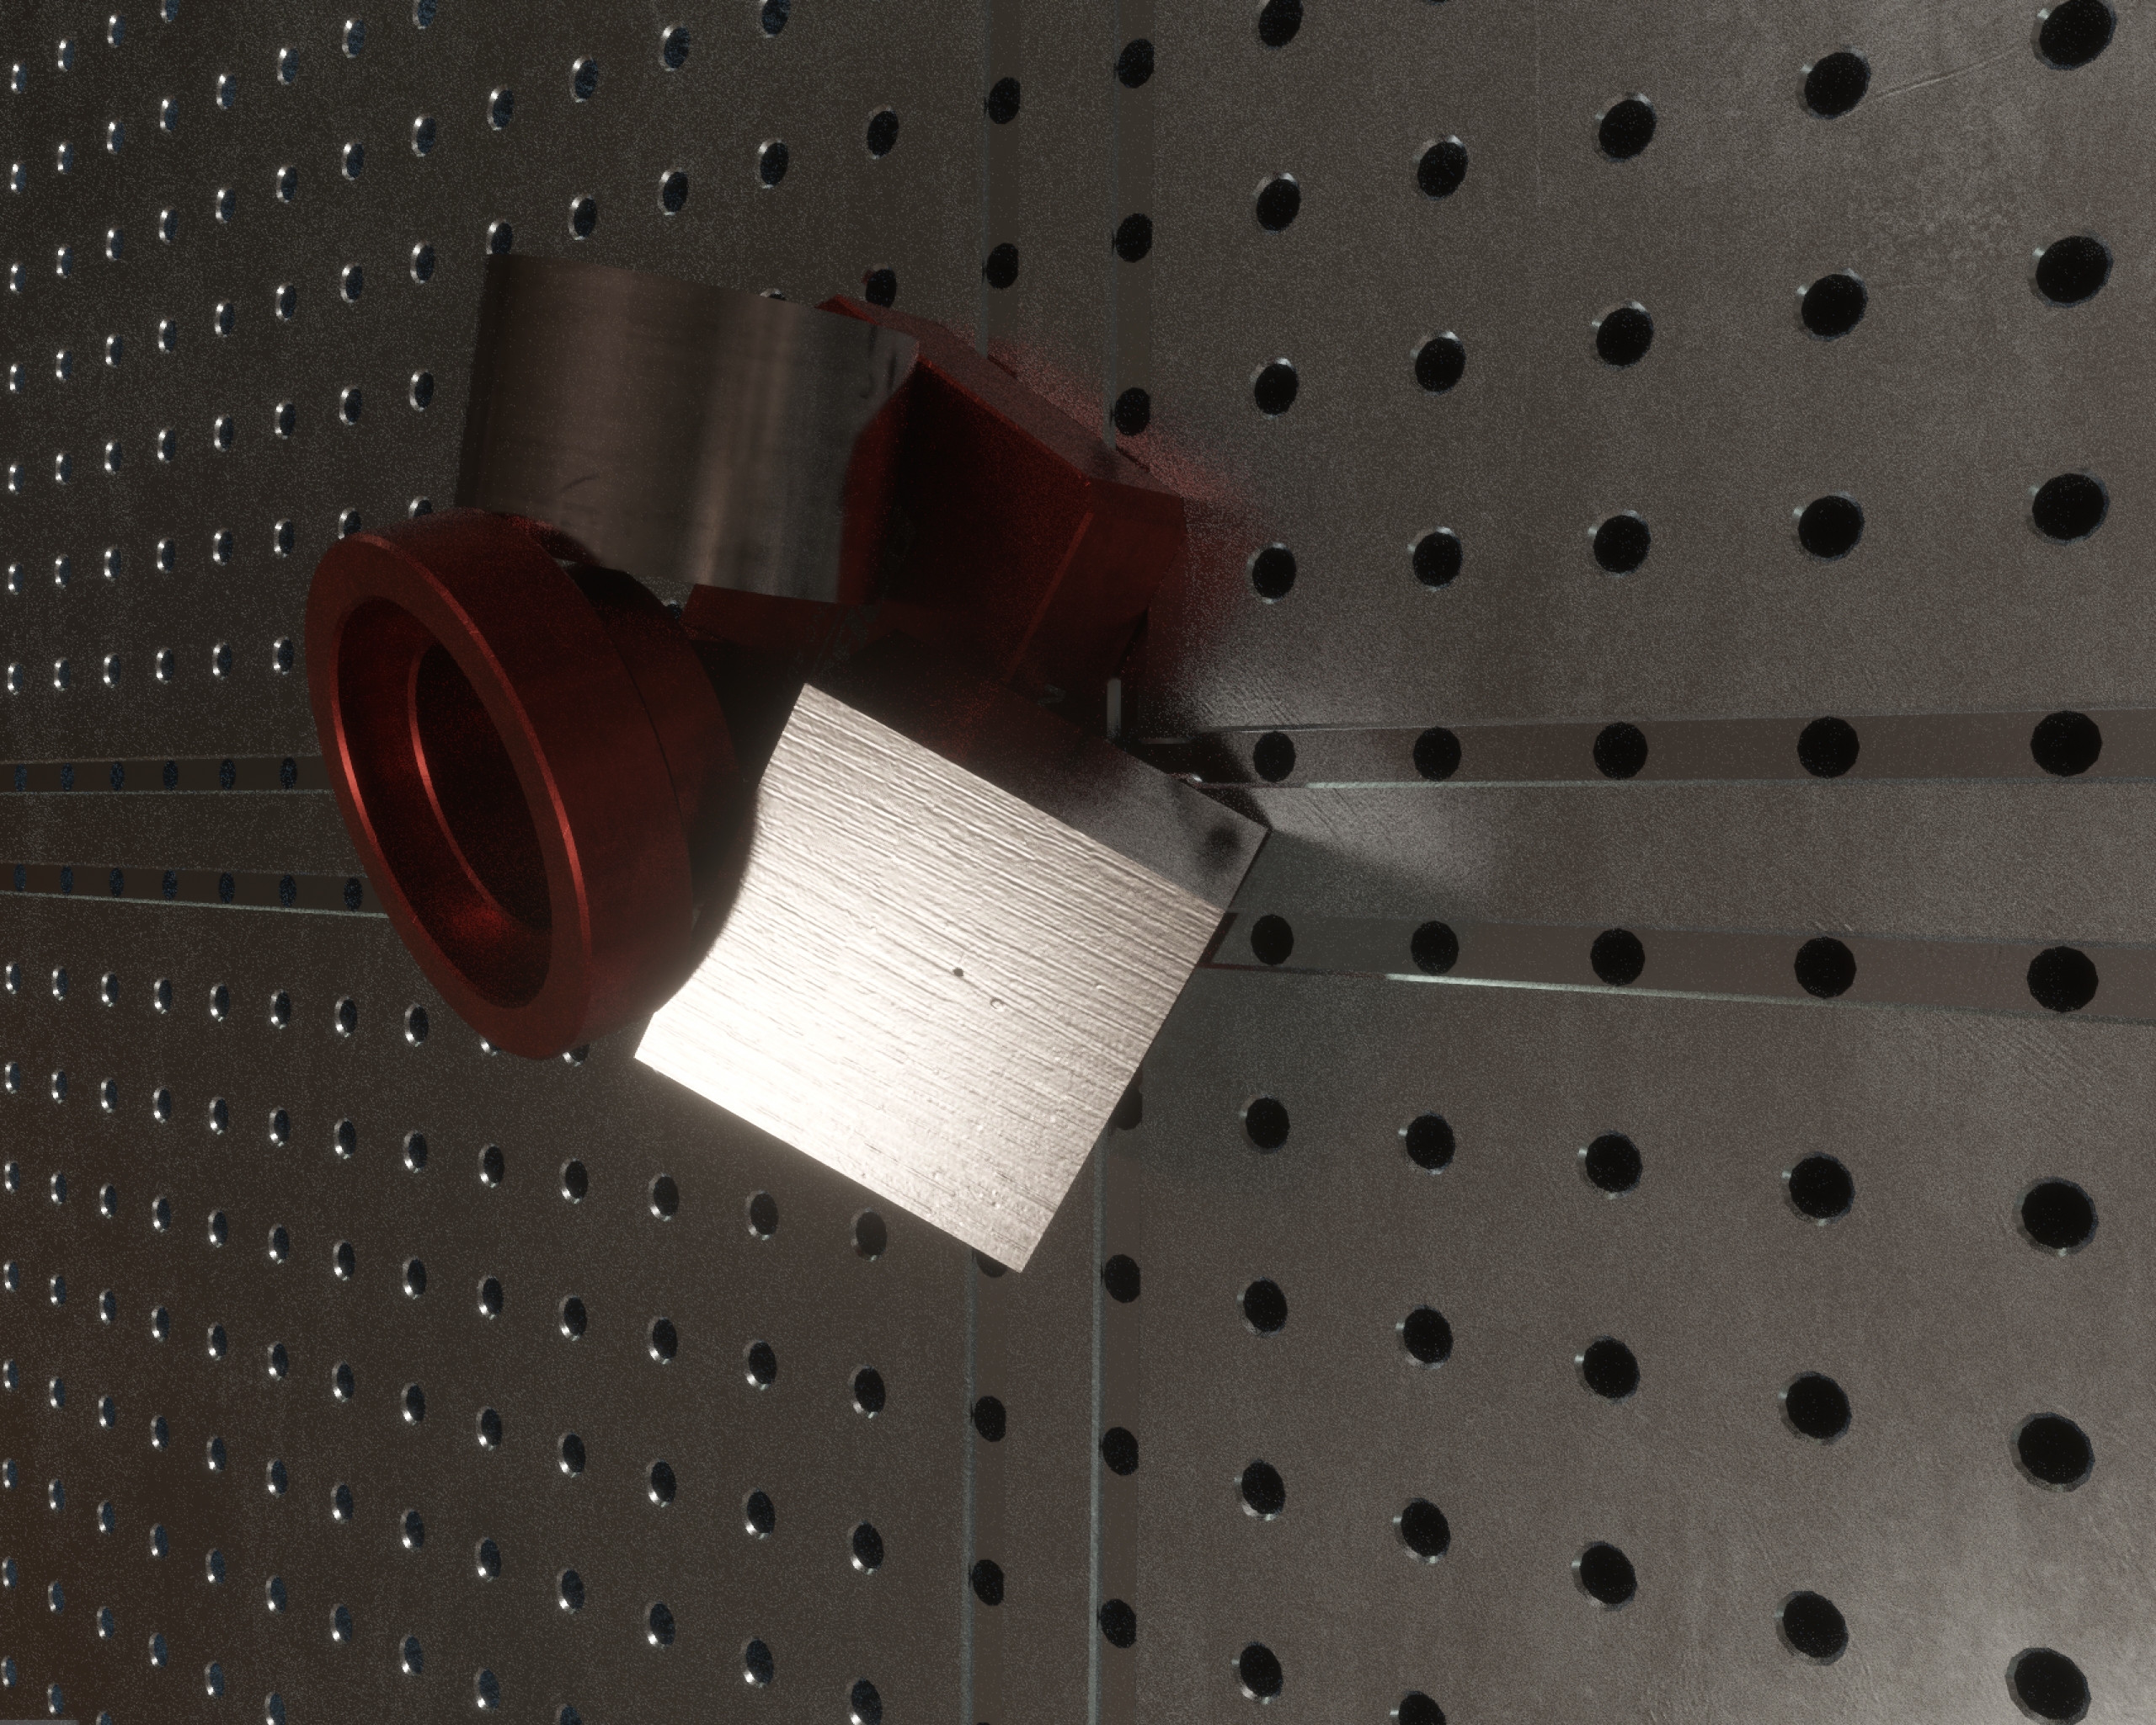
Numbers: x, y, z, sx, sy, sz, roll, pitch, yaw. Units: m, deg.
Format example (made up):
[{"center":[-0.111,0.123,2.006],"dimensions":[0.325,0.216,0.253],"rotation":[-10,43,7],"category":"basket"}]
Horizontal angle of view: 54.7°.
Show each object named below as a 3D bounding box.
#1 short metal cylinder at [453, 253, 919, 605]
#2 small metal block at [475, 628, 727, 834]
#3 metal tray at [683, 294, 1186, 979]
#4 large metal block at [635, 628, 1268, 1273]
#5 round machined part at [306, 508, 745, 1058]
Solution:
[{"center":[-0.074,-0.080,0.392],"dimensions":[0.080,0.081,0.050],"rotation":[17,101,38],"category":"short metal cylinder"},{"center":[-0.106,-0.027,0.437],"dimensions":[0.025,0.050,0.050],"rotation":[24,105,37],"category":"small metal block"},{"center":[-0.043,-0.041,0.440],"dimensions":[0.090,0.030,0.129],"rotation":[42,115,31],"category":"metal tray"},{"center":[-0.022,0.015,0.386],"dimensions":[0.080,0.050,0.079],"rotation":[29,111,3],"category":"large metal block"},{"center":[-0.097,-0.017,0.379],"dimensions":[0.098,0.042,0.097],"rotation":[28,130,40],"category":"round machined part"}]
